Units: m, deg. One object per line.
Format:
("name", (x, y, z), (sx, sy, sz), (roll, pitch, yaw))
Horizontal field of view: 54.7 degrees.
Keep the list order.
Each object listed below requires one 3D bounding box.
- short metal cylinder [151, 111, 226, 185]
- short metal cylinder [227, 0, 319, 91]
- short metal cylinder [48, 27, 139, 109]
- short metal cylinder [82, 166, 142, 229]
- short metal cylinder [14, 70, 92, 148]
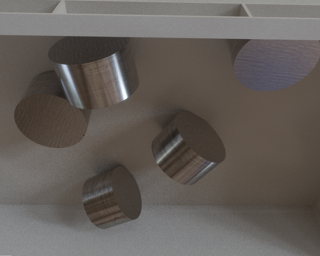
("short metal cylinder", (0.037, 0.025, 0.395), (0.080, 0.080, 0.050), (29, 124, -23))
("short metal cylinder", (0.112, -0.083, 0.314), (0.081, 0.050, 0.080), (0, 142, 0))
("short metal cylinder", (-0.066, -0.063, 0.318), (0.080, 0.080, 0.050), (-6, 130, 5))
("short metal cylinder", (-0.069, 0.103, 0.460), (0.050, 0.080, 0.080), (-23, 127, 18))
("short metal cylinder", (-0.124, -0.022, 0.372), (0.081, 0.050, 0.079), (0, 130, 0))
